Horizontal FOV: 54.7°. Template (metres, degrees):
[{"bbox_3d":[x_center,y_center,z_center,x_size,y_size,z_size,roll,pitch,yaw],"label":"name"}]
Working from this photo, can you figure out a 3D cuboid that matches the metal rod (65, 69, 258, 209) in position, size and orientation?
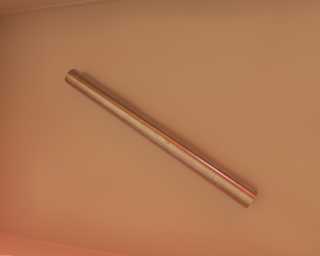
[{"bbox_3d":[-0.010,0.005,0.411,0.300,0.025,0.025,34,101,16],"label":"metal rod"}]
